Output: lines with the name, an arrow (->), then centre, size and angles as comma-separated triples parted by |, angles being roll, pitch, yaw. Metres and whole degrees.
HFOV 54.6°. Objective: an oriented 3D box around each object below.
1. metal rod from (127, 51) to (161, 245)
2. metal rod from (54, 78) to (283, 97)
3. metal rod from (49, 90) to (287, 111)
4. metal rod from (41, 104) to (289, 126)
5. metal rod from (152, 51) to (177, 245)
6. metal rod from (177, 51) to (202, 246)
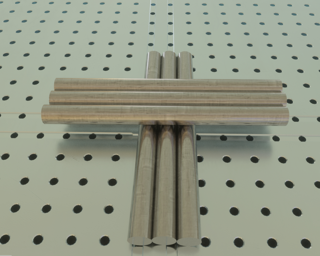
metal rod -> -0.015, -0.001, 0.408 | 0.025, 0.025, 0.300 | 2, 50, 1
metal rod -> 0.011, -0.055, 0.421 | 0.302, 0.025, 0.025 | 0, 50, 0
metal rod -> 0.010, -0.035, 0.405 | 0.302, 0.025, 0.025 | 0, 50, 0
metal rod -> 0.006, -0.016, 0.389 | 0.302, 0.025, 0.025 | 0, 50, 0
metal rod -> 0.010, -0.001, 0.409 | 0.025, 0.025, 0.300 | 2, 50, 1
metal rod -> 0.035, 0.000, 0.408 | 0.025, 0.025, 0.300 | 2, 50, 1
